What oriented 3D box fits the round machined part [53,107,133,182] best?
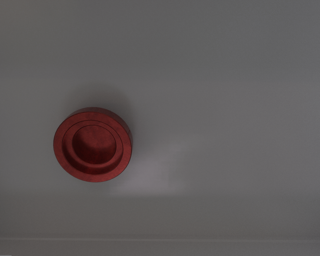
[{"bbox_3d":[-0.084,0.019,0.408,0.099,0.042,0.097,0,110,0],"label":"round machined part"}]
